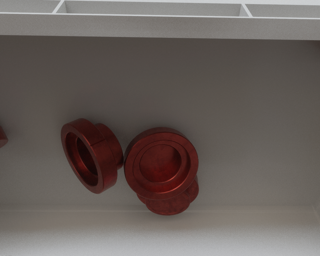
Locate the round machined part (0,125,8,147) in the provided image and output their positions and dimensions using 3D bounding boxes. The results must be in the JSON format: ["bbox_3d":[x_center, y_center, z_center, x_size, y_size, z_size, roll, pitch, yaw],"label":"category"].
[{"bbox_3d":[-0.248,0.017,0.385,0.098,0.098,0.042,-27,90,21],"label":"round machined part"}]

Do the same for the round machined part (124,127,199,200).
[{"bbox_3d":[-0.001,0.044,0.421,0.099,0.042,0.097,-4,109,-11],"label":"round machined part"}]

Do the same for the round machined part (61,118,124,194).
[{"bbox_3d":[-0.084,0.032,0.401,0.042,0.098,0.097,-27,142,-35],"label":"round machined part"}]

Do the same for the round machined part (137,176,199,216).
[{"bbox_3d":[0.012,0.100,0.484,0.099,0.042,0.097,-1,130,0],"label":"round machined part"}]
